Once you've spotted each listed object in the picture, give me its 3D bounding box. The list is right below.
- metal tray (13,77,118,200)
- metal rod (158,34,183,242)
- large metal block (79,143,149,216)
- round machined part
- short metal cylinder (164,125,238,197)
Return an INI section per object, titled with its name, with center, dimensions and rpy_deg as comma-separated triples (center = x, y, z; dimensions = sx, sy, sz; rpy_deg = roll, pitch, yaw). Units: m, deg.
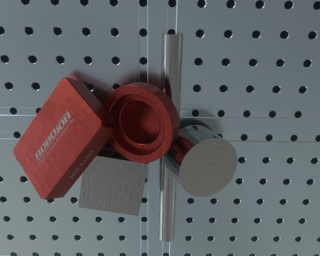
[metal tray]
center = -0.122, 0.014, 0.388
dimensions = 0.130, 0.030, 0.090
rpy_deg = -50, 65, 15
[metal rod]
center = 0.013, 0.027, 0.424
dimensions = 0.025, 0.025, 0.298
rpy_deg = 1, 110, -1
[large metal block]
center = -0.061, 0.067, 0.424
dimensions = 0.081, 0.050, 0.079
rpy_deg = 10, 110, -4
[round machined part]
center = -0.021, -0.009, 0.387
dimensions = 0.098, 0.042, 0.097
rpy_deg = 9, 111, 24
[short metal cylinder]
center = 0.052, 0.042, 0.402
dimensions = 0.081, 0.050, 0.079
rpy_deg = -7, 112, -19
